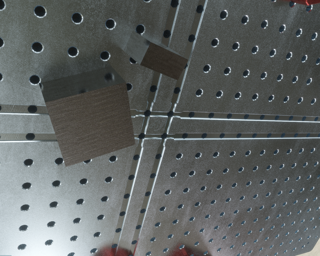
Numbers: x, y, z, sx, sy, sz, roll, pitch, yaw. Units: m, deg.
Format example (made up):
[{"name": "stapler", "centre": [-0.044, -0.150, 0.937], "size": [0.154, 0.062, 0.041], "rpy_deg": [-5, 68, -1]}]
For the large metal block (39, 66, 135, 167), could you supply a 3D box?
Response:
[{"name": "large metal block", "centre": [-0.078, -0.014, 0.343], "size": [0.081, 0.050, 0.079], "rpy_deg": [-18, 126, -18]}]

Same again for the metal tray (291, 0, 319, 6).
[{"name": "metal tray", "centre": [0.215, -0.228, 0.384], "size": [0.091, 0.030, 0.129], "rpy_deg": [-18, 126, -18]}]

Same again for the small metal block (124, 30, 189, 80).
[{"name": "small metal block", "centre": [-0.005, -0.081, 0.342], "size": [0.050, 0.050, 0.025], "rpy_deg": [16, 110, -35]}]
